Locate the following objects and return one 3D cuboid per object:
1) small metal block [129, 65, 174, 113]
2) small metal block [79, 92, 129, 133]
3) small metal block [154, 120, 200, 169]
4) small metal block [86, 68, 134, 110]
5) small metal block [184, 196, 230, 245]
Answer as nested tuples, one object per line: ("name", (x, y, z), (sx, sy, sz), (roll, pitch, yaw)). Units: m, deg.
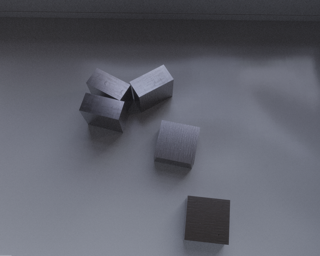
("small metal block", (-0.010, -0.052, 0.415), (0.050, 0.050, 0.025), (-29, 73, -10))
("small metal block", (-0.071, -0.019, 0.403), (0.050, 0.050, 0.025), (14, 71, 5))
("small metal block", (0.022, 0.021, 0.402), (0.050, 0.025, 0.050), (11, 70, 4))
("small metal block", (-0.065, -0.047, 0.413), (0.050, 0.050, 0.025), (28, 73, 9))
("small metal block", (0.055, 0.110, 0.370), (0.050, 0.025, 0.050), (6, 70, 2))
